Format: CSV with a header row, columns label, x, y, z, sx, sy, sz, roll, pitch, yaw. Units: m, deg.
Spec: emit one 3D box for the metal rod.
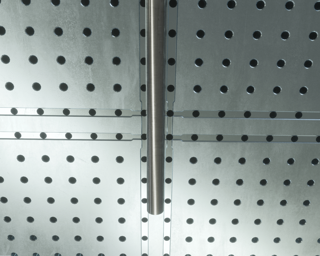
label,x,y,z,sx,sy,sz,roll,pitch,yaw
metal rod,-0.006,-0.019,0.407,0.025,0.025,0.298,0,110,0
